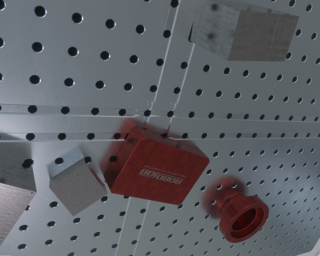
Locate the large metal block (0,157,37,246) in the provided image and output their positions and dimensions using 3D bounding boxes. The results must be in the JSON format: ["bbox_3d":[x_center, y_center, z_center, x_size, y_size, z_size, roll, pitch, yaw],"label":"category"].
[{"bbox_3d":[-0.194,0.074,0.335,0.080,0.050,0.080,28,103,-38],"label":"large metal block"}]

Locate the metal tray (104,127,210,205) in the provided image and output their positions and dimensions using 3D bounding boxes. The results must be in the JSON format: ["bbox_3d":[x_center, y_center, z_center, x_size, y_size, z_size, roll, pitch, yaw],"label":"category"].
[{"bbox_3d":[-0.002,0.059,0.443,0.131,0.030,0.090,21,107,-36],"label":"metal tray"}]

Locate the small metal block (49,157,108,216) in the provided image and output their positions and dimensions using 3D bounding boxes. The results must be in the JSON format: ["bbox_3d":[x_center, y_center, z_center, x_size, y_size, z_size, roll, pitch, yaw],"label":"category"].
[{"bbox_3d":[-0.103,0.074,0.392,0.050,0.025,0.050,-33,112,-7],"label":"small metal block"}]

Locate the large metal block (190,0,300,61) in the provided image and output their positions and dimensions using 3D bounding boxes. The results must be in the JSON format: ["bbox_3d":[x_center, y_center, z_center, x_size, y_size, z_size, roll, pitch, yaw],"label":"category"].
[{"bbox_3d":[0.093,-0.113,0.356,0.081,0.080,0.050,-5,121,-26],"label":"large metal block"}]

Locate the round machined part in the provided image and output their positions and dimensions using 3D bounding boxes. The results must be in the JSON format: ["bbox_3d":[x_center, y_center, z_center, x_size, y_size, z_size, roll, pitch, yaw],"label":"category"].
[{"bbox_3d":[0.153,0.166,0.586,0.099,0.042,0.097,-14,124,-21],"label":"round machined part"}]
